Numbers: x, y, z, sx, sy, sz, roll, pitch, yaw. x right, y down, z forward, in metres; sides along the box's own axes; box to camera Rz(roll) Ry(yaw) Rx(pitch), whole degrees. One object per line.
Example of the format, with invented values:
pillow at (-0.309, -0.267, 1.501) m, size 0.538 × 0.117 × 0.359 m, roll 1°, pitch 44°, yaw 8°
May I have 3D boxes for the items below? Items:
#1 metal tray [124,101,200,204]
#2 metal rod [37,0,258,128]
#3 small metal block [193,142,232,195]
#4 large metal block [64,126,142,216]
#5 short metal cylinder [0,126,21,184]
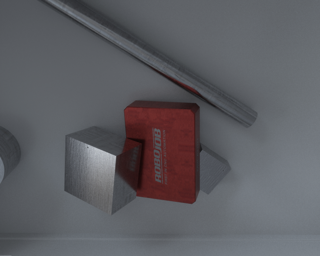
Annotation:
metal tray at (0.005, 0.032, 0.406) m, size 0.090 × 0.030 × 0.129 m, roll 4°, pitch 111°, yaw 17°
metal rod at (-0.008, -0.084, 0.380) m, size 0.301 × 0.025 × 0.025 m, roll 30°, pitch 107°, yaw -11°
small metal block at (0.062, 0.057, 0.433) m, size 0.050 × 0.025 × 0.050 m, roll 34°, pitch 106°, yaw -12°
large metal block at (-0.074, 0.051, 0.397) m, size 0.080 × 0.050 × 0.079 m, roll 18°, pitch 113°, yaw 27°
short metal cylinder at (-0.235, 0.039, 0.409) m, size 0.081 × 0.050 × 0.079 m, roll 0°, pitch 110°, yaw -1°
